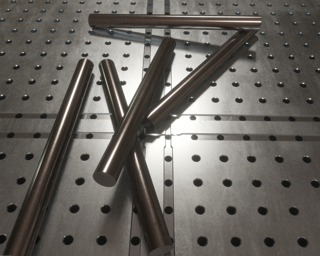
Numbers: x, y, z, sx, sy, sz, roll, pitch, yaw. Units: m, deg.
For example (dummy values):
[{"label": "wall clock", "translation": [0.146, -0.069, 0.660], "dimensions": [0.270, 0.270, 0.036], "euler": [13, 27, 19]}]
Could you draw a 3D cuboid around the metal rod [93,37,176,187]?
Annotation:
[{"label": "metal rod", "translation": [-0.021, -0.046, 0.422], "dimensions": [0.025, 0.025, 0.301], "euler": [11, 44, 9]}]

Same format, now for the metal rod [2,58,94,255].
[{"label": "metal rod", "translation": [-0.128, 0.014, 0.393], "dimensions": [0.025, 0.025, 0.300], "euler": [4, 50, 2]}]

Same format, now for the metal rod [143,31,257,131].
[{"label": "metal rod", "translation": [0.077, -0.095, 0.488], "dimensions": [0.025, 0.025, 0.301], "euler": [32, 56, 23]}]

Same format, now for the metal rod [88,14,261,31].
[{"label": "metal rod", "translation": [0.020, -0.187, 0.546], "dimensions": [0.301, 0.025, 0.025], "euler": [4, 50, 10]}]

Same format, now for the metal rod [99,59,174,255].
[{"label": "metal rod", "translation": [-0.042, 0.011, 0.397], "dimensions": [0.025, 0.025, 0.300], "euler": [-13, 51, -11]}]
